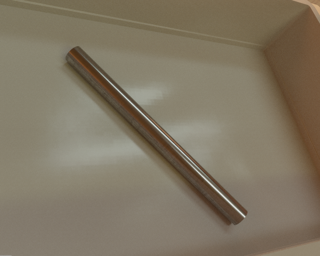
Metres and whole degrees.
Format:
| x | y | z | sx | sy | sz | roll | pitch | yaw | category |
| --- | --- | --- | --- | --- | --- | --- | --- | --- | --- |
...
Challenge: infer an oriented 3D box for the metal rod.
| x | y | z | sx | sy | sz | roll | pitch | yaw | category |
| --- | --- | --- | --- | --- | --- | --- | --- | --- | --- |
| -0.006 | 0.008 | 0.396 | 0.300 | 0.025 | 0.025 | 44 | 51 | 3 | metal rod |
